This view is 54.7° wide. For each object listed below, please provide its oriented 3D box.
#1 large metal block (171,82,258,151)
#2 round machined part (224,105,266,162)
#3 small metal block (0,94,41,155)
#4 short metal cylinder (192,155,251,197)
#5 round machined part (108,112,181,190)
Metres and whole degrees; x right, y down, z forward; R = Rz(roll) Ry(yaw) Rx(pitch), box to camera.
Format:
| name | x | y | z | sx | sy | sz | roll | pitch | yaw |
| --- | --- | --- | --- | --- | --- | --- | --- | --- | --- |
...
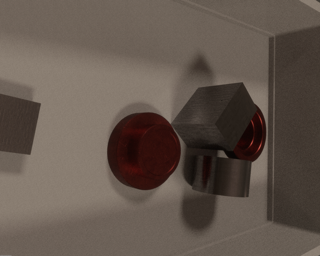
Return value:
| name | x | y | z | sx | sy | sz | roll | pitch | yaw |
| --- | --- | --- | --- | --- | --- | --- | --- | --- | --- |
| large metal block | 0.076 | -0.016 | 0.437 | 0.080 | 0.080 | 0.050 | -52 | 121 | -27 |
| round machined part | 0.129 | 0.007 | 0.506 | 0.099 | 0.042 | 0.097 | 0 | 90 | -40 |
| small metal block | -0.144 | -0.004 | 0.286 | 0.050 | 0.025 | 0.050 | 14 | 81 | -39 |
| short metal cylinder | 0.089 | 0.068 | 0.448 | 0.081 | 0.080 | 0.050 | 11 | 83 | -40 |
| round machined part | -0.012 | 0.029 | 0.387 | 0.099 | 0.042 | 0.097 | 0 | 90 | -40 |
